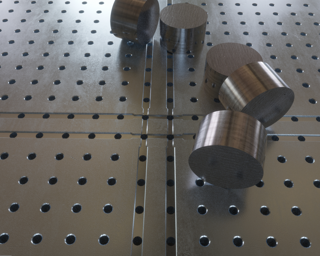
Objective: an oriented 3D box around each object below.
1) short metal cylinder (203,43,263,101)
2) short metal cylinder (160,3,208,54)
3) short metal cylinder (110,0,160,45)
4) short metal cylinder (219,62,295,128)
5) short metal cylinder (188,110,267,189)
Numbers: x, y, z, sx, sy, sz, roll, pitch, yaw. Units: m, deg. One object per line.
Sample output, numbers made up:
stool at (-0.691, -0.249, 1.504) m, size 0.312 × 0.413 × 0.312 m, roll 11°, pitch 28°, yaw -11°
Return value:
short metal cylinder at (0.107, -0.083, 0.462) m, size 0.081 × 0.050 × 0.080 m, roll 0°, pitch 50°, yaw 0°
short metal cylinder at (0.040, -0.173, 0.536) m, size 0.081 × 0.050 × 0.080 m, roll 0°, pitch 50°, yaw 0°
short metal cylinder at (-0.041, -0.188, 0.529) m, size 0.050 × 0.080 × 0.080 m, roll 22°, pitch 53°, yaw 17°
short metal cylinder at (0.125, -0.039, 0.405) m, size 0.081 × 0.080 × 0.050 m, roll -15°, pitch 52°, yaw -12°
short metal cylinder at (0.077, 0.026, 0.351) m, size 0.080 × 0.080 × 0.050 m, roll 13°, pitch 51°, yaw 11°
